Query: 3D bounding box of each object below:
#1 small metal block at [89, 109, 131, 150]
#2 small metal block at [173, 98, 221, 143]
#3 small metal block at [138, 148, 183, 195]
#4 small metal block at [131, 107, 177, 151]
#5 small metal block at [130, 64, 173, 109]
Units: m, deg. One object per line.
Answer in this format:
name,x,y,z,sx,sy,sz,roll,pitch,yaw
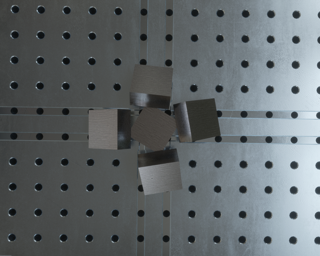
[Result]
small metal block,-0.065,0.002,0.401,0.050,0.025,0.050,0,90,34
small metal block,0.048,-0.010,0.402,0.050,0.025,0.050,-10,90,-35
small metal block,0.001,0.057,0.401,0.050,0.025,0.050,-9,126,0
small metal block,-0.008,0.001,0.413,0.050,0.025,0.050,31,90,-1
small metal block,-0.011,-0.054,0.401,0.050,0.025,0.050,6,54,0
